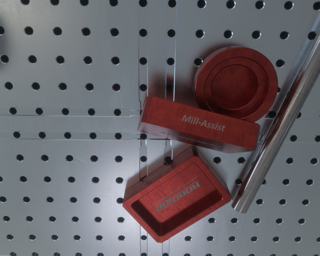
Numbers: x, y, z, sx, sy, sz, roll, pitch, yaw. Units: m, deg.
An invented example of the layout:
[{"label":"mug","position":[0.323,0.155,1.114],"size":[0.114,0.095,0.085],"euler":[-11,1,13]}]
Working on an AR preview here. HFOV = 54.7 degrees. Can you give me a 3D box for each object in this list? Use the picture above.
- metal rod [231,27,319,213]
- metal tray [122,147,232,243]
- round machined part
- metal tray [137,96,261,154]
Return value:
[{"label":"metal rod","position":[0.166,-0.014,0.409],"size":[0.025,0.025,0.298],"euler":[18,109,-7]},{"label":"metal tray","position":[0.023,0.098,0.447],"size":[0.130,0.030,0.090],"euler":[-35,107,12]},{"label":"round machined part","position":[0.091,-0.053,0.386],"size":[0.099,0.042,0.097],"euler":[0,110,0]},{"label":"metal tray","position":[0.041,0.000,0.377],"size":[0.131,0.090,0.030],"euler":[14,81,-6]}]
